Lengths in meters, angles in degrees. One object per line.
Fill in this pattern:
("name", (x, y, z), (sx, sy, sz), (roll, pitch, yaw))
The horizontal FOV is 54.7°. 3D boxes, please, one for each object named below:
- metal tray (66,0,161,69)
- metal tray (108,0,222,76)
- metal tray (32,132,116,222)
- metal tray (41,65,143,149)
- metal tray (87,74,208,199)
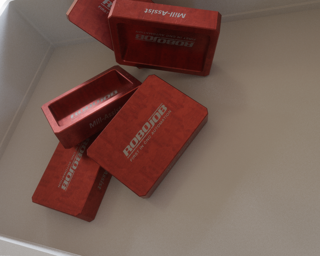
("metal tray", (-0.055, -0.158, 0.449), (0.090, 0.131, 0.030), (-55, 31, 8))
("metal tray", (0.006, -0.113, 0.398), (0.131, 0.090, 0.030), (9, 64, 3))
("metal tray", (-0.108, 0.052, 0.425), (0.090, 0.030, 0.130), (7, 65, 30))
("metal tray", (-0.093, -0.035, 0.439), (0.131, 0.030, 0.090), (-32, 40, -13))
("metal tray", (-0.013, 0.009, 0.381), (0.090, 0.030, 0.130), (35, 79, 16))
